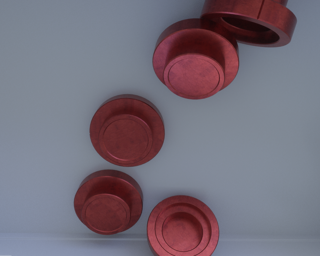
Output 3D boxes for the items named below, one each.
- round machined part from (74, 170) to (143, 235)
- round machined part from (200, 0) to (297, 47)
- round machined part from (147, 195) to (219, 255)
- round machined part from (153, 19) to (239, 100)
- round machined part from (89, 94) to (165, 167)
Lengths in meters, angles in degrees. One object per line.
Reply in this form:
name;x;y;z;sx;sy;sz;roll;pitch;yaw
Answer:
round machined part;-0.074;0.112;0.443;0.099;0.042;0.097;0;110;-1
round machined part;0.096;-0.123;0.330;0.099;0.098;0.042;16;94;-7
round machined part;0.030;0.148;0.437;0.099;0.098;0.042;2;142;-2
round machined part;0.040;-0.070;0.353;0.099;0.042;0.097;6;142;5
round machined part;-0.043;0.008;0.405;0.099;0.042;0.097;0;110;-1
